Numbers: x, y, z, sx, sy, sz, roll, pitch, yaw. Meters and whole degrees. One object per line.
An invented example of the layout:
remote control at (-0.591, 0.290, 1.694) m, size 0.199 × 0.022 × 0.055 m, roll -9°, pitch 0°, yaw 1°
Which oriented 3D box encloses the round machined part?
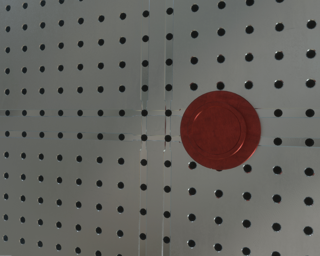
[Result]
round machined part at (0.072, 0.003, 0.378) m, size 0.098 × 0.042 × 0.097 m, roll 0°, pitch 90°, yaw 19°
